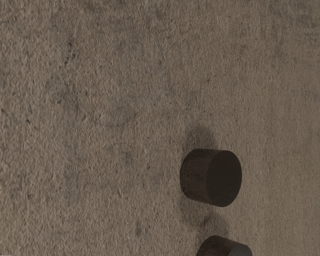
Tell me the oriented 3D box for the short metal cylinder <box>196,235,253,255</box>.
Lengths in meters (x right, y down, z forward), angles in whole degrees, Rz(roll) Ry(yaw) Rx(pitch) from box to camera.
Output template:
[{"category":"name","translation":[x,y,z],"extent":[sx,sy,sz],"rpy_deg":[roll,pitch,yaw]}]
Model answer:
[{"category":"short metal cylinder","translation":[0.099,0.212,0.475],"extent":[0.081,0.050,0.079],"rpy_deg":[0,90,-40]}]

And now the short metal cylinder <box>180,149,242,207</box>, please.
[{"category":"short metal cylinder","translation":[0.075,0.071,0.455],"extent":[0.081,0.050,0.079],"rpy_deg":[0,90,-40]}]
